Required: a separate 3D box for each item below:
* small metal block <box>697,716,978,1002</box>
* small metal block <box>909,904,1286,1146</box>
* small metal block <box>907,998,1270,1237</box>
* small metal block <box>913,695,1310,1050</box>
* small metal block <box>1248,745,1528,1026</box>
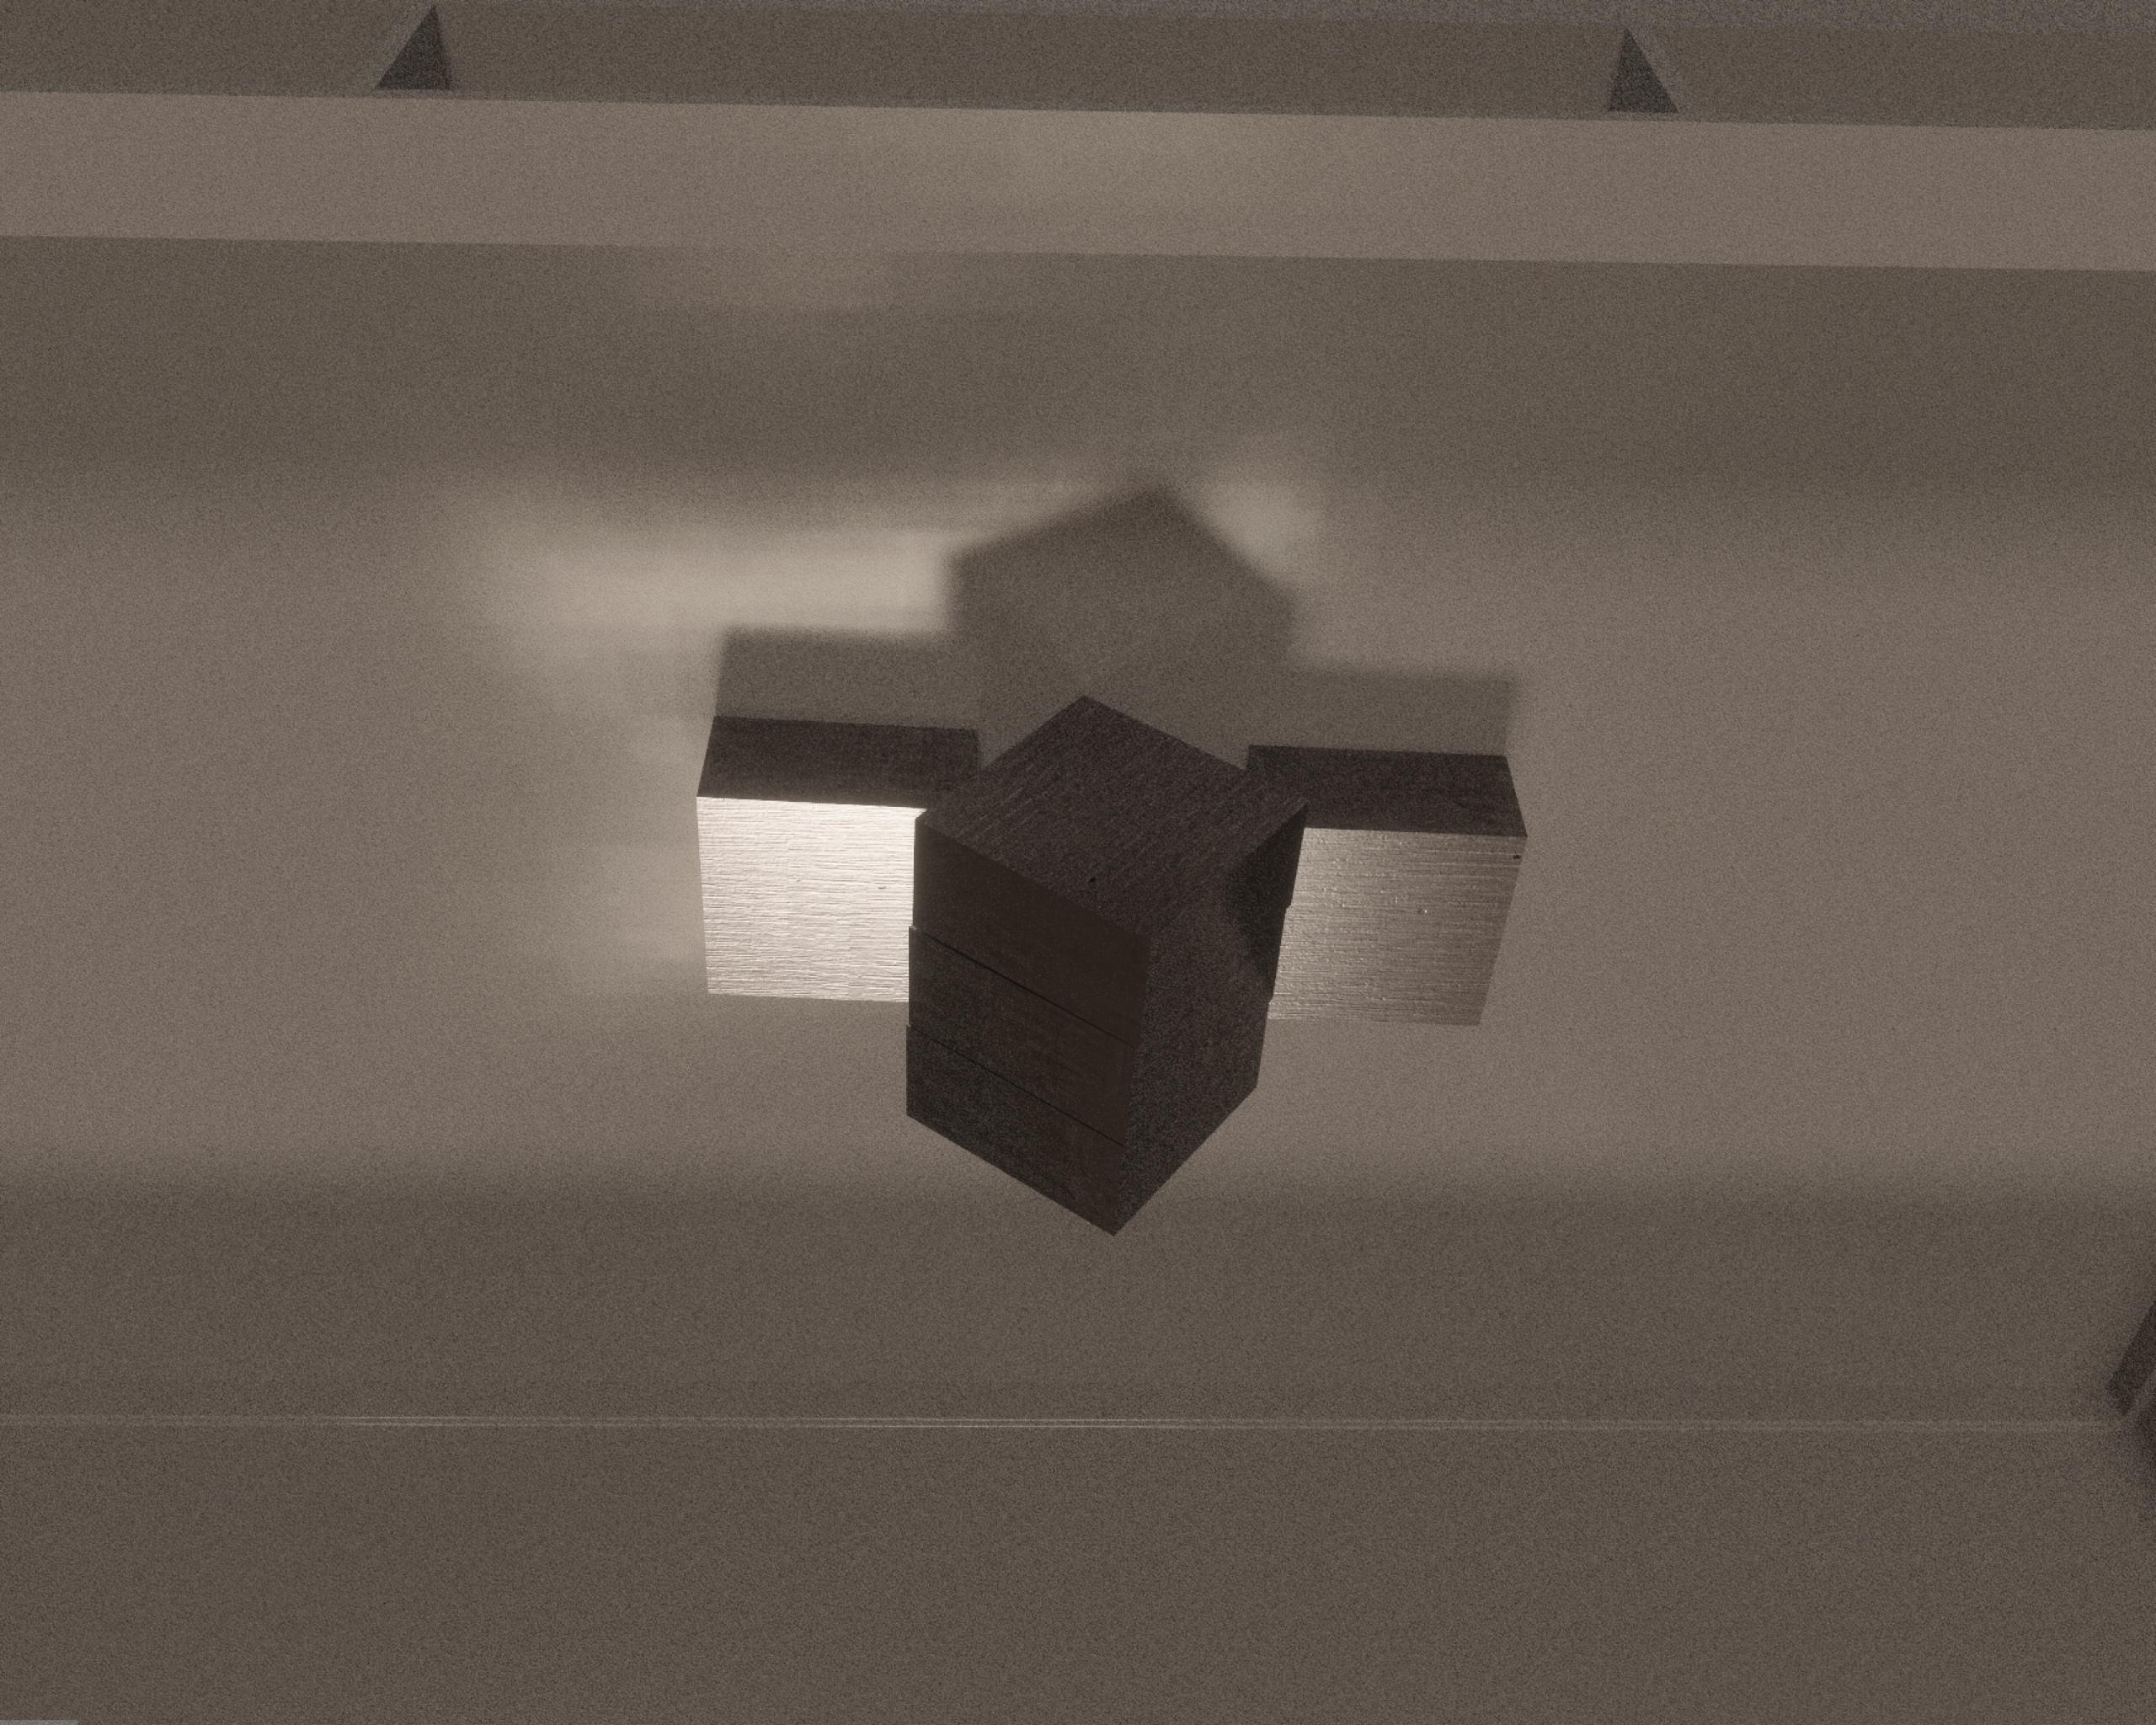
[{"bbox_3d":[-0.046,0.000,0.407,0.050,0.025,0.050,3,130,-3],"label":"small metal block"},{"bbox_3d":[0.004,0.019,0.394,0.050,0.050,0.025,27,135,25],"label":"small metal block"},{"bbox_3d":[0.002,0.038,0.410,0.050,0.050,0.025,27,135,25],"label":"small metal block"},{"bbox_3d":[0.006,0.000,0.377,0.050,0.050,0.025,27,134,25],"label":"small metal block"},{"bbox_3d":[0.057,0.005,0.413,0.050,0.025,0.050,2,130,-3],"label":"small metal block"}]
